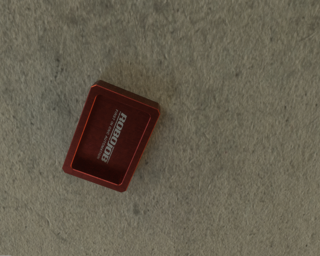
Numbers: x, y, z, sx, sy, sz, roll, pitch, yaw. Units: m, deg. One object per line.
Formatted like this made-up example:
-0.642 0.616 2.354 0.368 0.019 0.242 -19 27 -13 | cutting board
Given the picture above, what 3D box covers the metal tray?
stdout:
-0.065 0.013 0.411 0.090 0.030 0.129 22 109 -8 | metal tray
